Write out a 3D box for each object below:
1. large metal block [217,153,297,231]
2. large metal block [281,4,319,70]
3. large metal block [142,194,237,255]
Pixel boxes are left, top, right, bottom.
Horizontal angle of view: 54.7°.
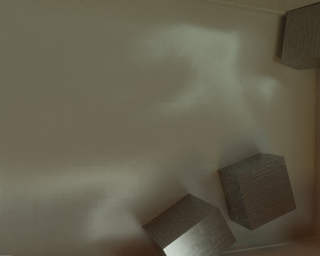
[{"bbox_3d":[0.140,0.089,0.449,0.081,0.050,0.080,-18,96,-19],"label":"large metal block"},{"bbox_3d":[0.236,-0.135,0.461,0.050,0.080,0.080,10,87,-38],"label":"large metal block"},{"bbox_3d":[0.034,0.135,0.394,0.080,0.080,0.050,-31,101,-17],"label":"large metal block"}]
